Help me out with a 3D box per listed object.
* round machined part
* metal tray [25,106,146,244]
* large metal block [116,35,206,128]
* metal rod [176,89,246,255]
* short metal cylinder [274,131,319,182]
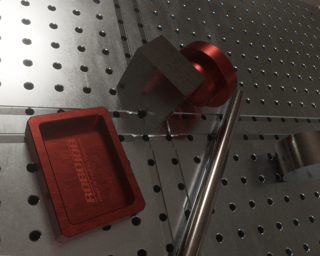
[{"bbox_3d":[0.056,-0.069,0.437,0.042,0.098,0.098,-41,85,-25],"label":"round machined part"},{"bbox_3d":[-0.082,0.044,0.334,0.091,0.030,0.130,-12,68,-33],"label":"metal tray"},{"bbox_3d":[-0.001,-0.060,0.411,0.080,0.080,0.050,46,51,3],"label":"large metal block"},{"bbox_3d":[0.076,0.051,0.420,0.025,0.025,0.301,33,51,-7],"label":"metal rod"},{"bbox_3d":[0.220,0.045,0.467,0.081,0.080,0.050,8,58,-25],"label":"short metal cylinder"}]
